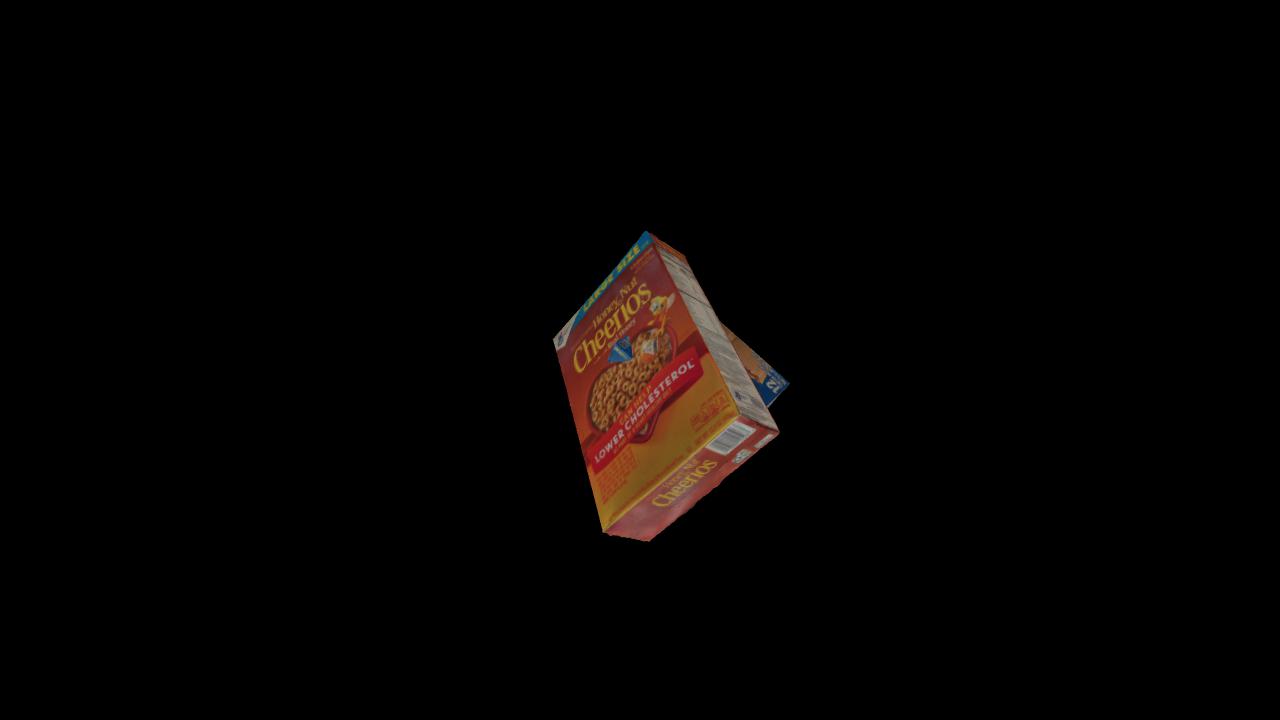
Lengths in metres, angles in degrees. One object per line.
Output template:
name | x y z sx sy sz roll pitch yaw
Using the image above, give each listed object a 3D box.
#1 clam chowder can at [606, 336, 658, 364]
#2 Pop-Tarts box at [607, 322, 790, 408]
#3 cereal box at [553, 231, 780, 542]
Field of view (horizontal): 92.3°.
clam chowder can | 0.010 0.012 0.701 0.068 0.068 0.102 0 -21 -45
Pop-Tarts box | 0.062 0.026 0.728 0.141 0.167 0.083 -35 -19 -37
cereal box | 0.007 0.020 0.707 0.081 0.306 0.203 24 -58 -38
